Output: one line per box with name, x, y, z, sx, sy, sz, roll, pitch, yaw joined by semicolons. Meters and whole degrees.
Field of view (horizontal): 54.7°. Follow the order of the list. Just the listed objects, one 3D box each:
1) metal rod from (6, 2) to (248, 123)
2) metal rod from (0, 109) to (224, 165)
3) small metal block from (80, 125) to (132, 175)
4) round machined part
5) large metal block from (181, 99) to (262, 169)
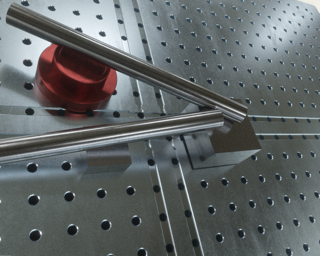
metal rod;-0.029;-0.073;0.376;0.302;0.025;0.025;22;53;-12
metal rod;-0.067;0.010;0.332;0.303;0.025;0.025;-9;66;-21
small metal block;-0.065;0.024;0.360;0.050;0.025;0.050;0;62;-29
round machined part;-0.100;-0.072;0.388;0.099;0.042;0.098;14;56;-21
large metal block;0.081;0.006;0.430;0.081;0.050;0.080;-2;63;-30
